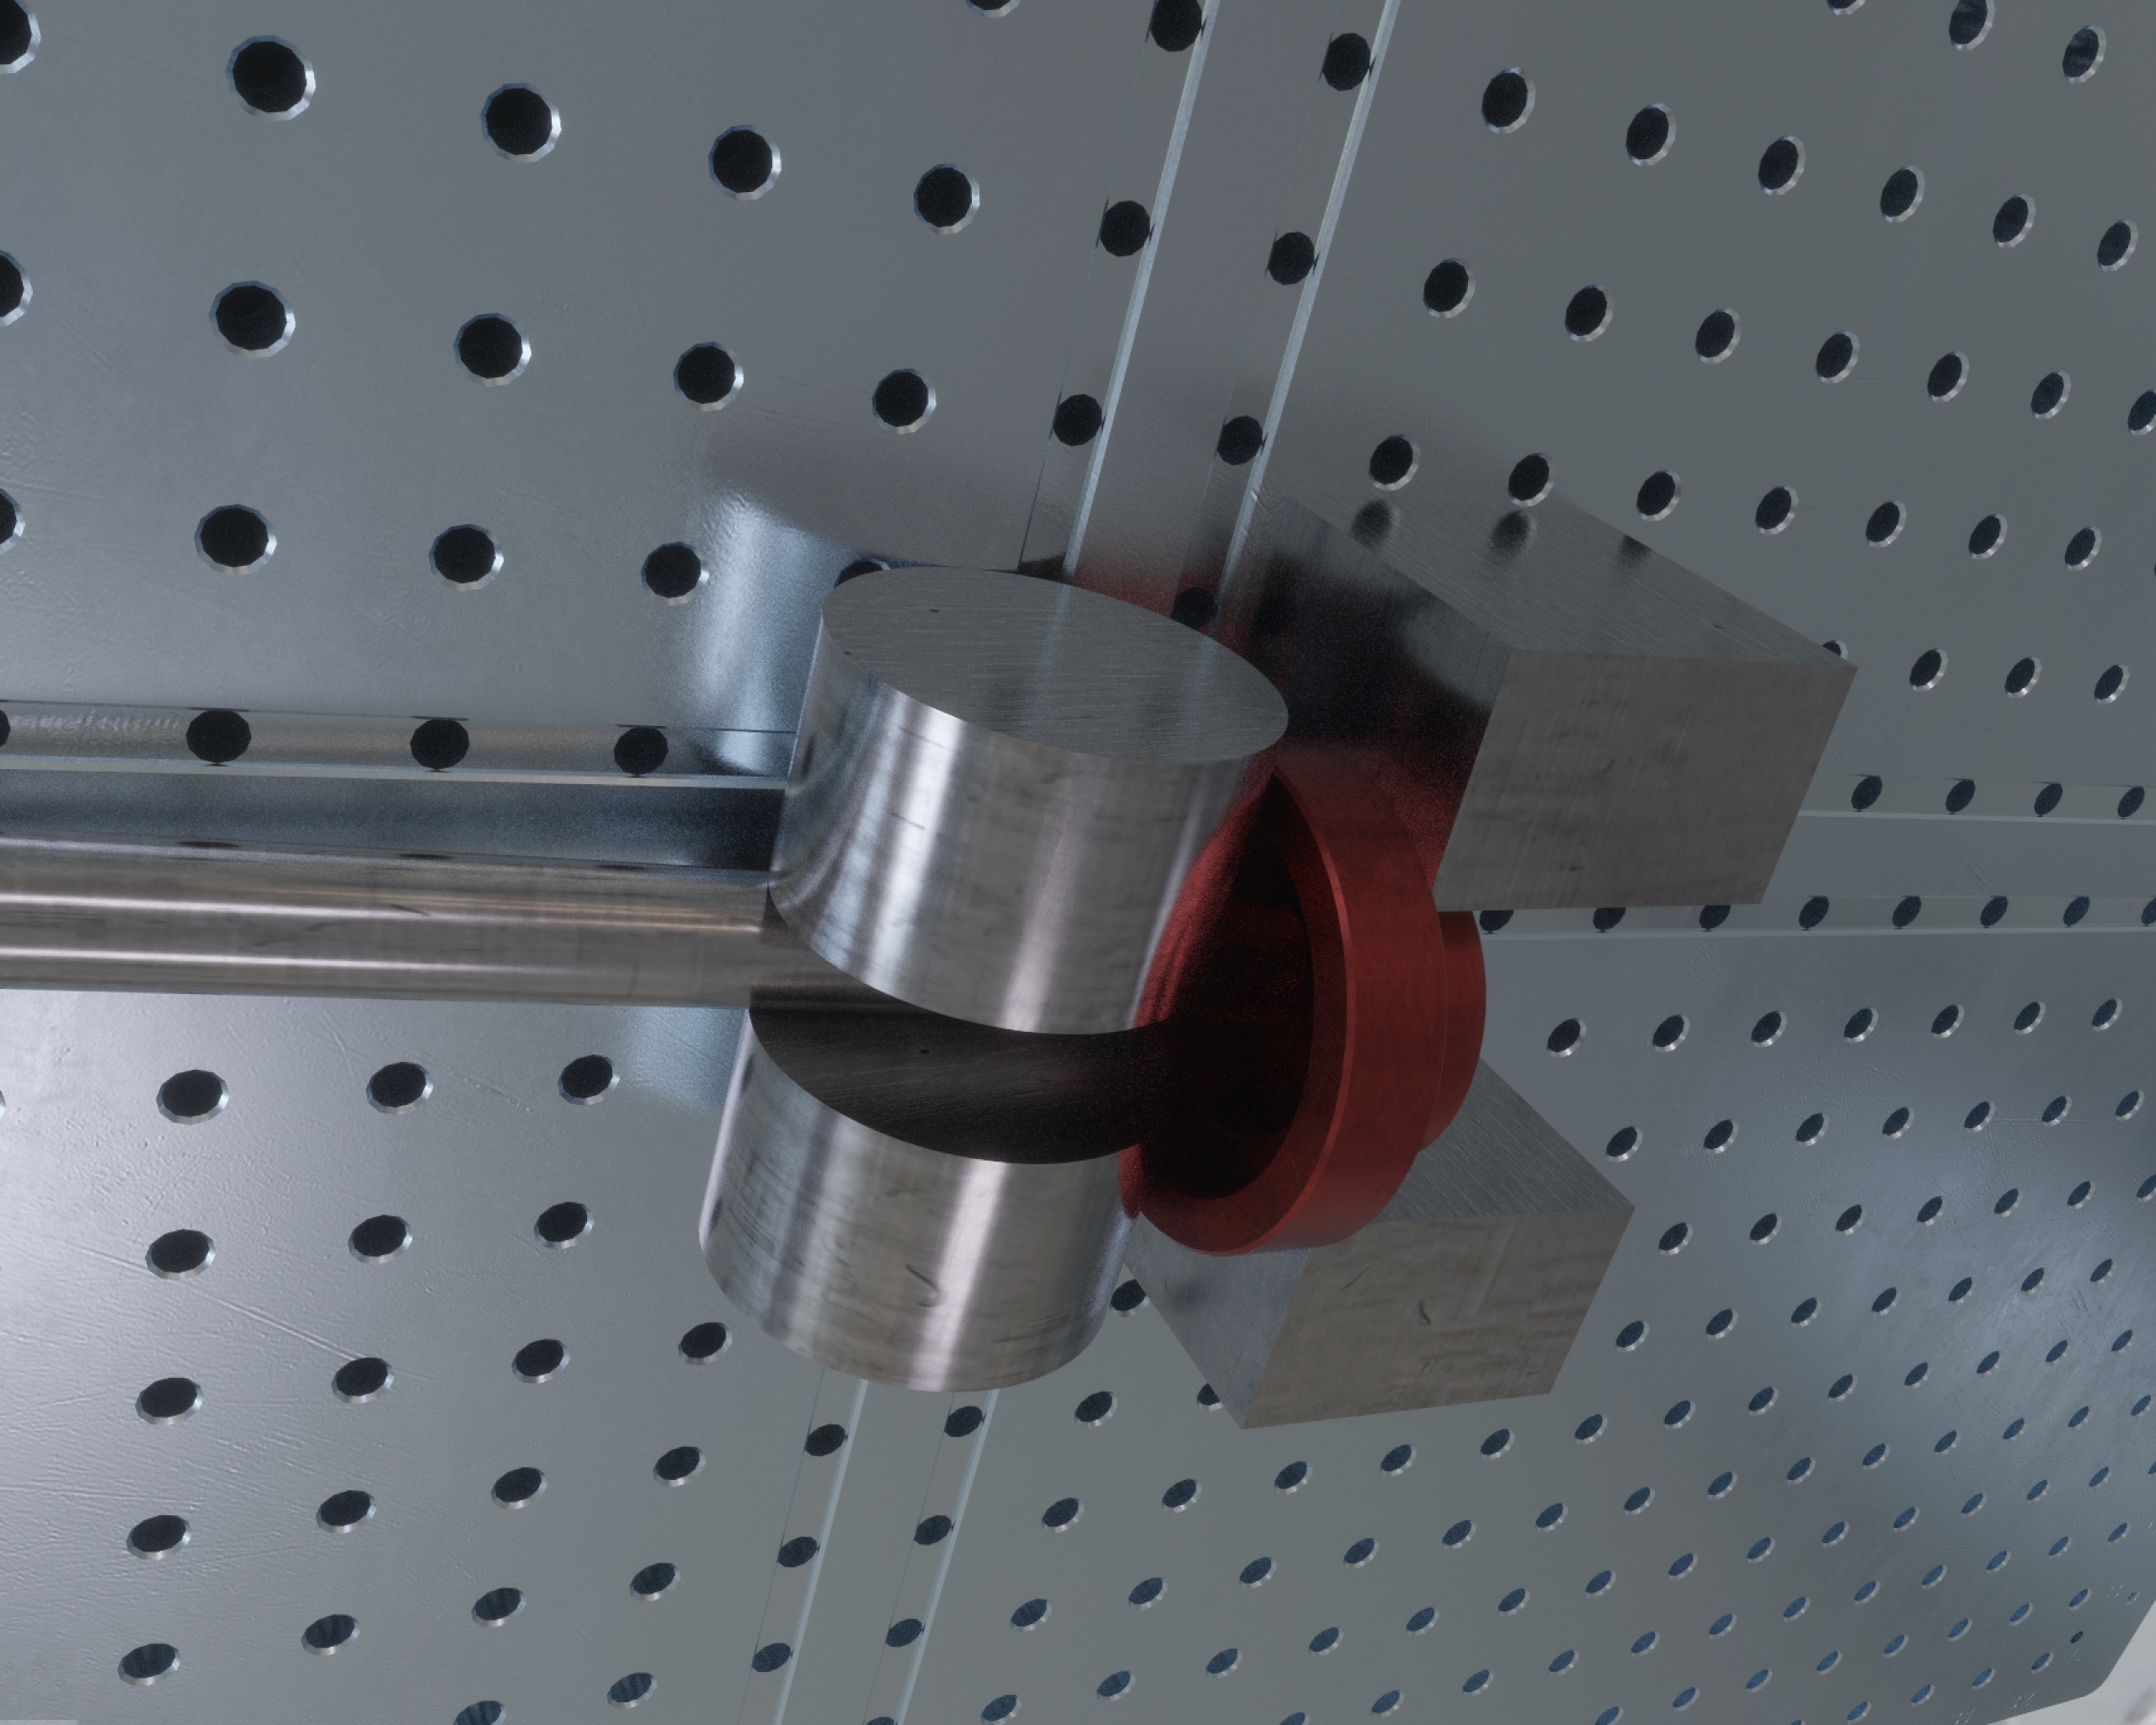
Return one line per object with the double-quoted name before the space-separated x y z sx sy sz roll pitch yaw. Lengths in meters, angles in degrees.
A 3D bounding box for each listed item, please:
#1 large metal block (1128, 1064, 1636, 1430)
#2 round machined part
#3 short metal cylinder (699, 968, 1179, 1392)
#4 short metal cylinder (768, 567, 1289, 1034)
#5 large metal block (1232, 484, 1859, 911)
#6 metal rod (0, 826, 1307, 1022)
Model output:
"large metal block" 0.057 0.073 0.452 0.081 0.080 0.050 3 117 -30
"round machined part" 0.041 0.025 0.401 0.042 0.098 0.097 1 118 -29
"short metal cylinder" -0.027 0.053 0.393 0.081 0.080 0.050 1 118 -29
"short metal cylinder" -0.009 -0.013 0.362 0.081 0.080 0.050 1 119 -29
"large metal block" 0.085 -0.033 0.402 0.081 0.080 0.050 0 119 -28
"metal rod" -0.097 0.011 0.350 0.302 0.025 0.025 4 117 -26
